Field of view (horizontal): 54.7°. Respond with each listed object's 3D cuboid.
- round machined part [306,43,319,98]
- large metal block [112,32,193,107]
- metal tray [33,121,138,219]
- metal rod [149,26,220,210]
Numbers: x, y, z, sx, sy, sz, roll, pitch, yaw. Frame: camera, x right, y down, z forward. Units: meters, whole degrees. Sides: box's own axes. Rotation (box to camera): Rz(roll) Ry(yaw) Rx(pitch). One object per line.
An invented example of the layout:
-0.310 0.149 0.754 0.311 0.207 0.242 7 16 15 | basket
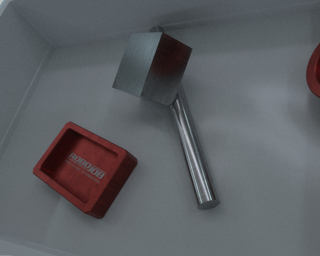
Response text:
0.203 -0.062 0.309 0.098 0.042 0.098 -42 33 37 | round machined part
-0.013 -0.079 0.414 0.080 0.050 0.080 22 94 54 | large metal block
-0.105 0.052 0.423 0.130 0.030 0.090 23 73 36 | metal tray
0.023 -0.037 0.414 0.025 0.025 0.299 -24 53 14 | metal rod
